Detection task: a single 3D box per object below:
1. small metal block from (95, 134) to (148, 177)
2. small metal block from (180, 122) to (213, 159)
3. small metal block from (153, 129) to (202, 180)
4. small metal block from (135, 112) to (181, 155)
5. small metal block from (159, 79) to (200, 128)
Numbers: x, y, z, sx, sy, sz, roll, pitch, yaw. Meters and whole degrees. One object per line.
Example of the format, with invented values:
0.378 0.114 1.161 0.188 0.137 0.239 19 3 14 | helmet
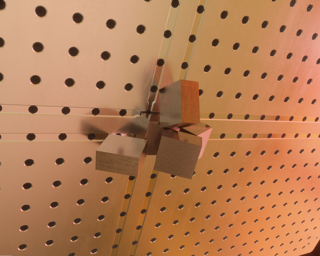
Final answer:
-0.045 0.032 0.376 0.050 0.050 0.025 9 113 6 | small metal block
0.045 0.021 0.434 0.050 0.025 0.050 -22 134 -55 | small metal block
0.023 0.032 0.395 0.050 0.025 0.050 14 115 1 | small metal block
-0.003 0.009 0.414 0.050 0.025 0.050 2 117 -29 | small metal block
0.023 -0.027 0.377 0.025 0.050 0.050 3 81 -29 | small metal block
